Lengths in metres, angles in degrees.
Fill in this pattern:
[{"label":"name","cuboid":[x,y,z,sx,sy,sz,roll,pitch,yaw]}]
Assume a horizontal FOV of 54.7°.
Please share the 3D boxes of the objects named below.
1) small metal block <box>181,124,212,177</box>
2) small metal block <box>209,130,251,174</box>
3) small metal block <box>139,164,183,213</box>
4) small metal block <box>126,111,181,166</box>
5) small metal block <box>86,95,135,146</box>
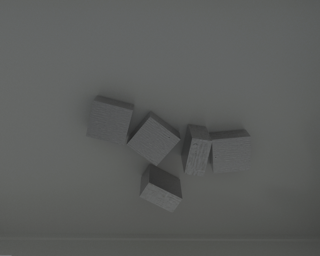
[{"label":"small metal block","cuboid":[0.047,0.028,0.407,0.025,0.050,0.050,9,110,-4]},{"label":"small metal block","cuboid":[0.095,0.032,0.422,0.050,0.025,0.050,-5,110,1]},{"label":"small metal block","cuboid":[0.001,0.082,0.426,0.050,0.050,0.025,29,108,-11]},{"label":"small metal block","cuboid":[-0.009,0.014,0.414,0.050,0.025,0.050,37,106,-13]},{"label":"small metal block","cuboid":[-0.065,-0.010,0.404,0.050,0.025,0.050,14,109,-6]}]
